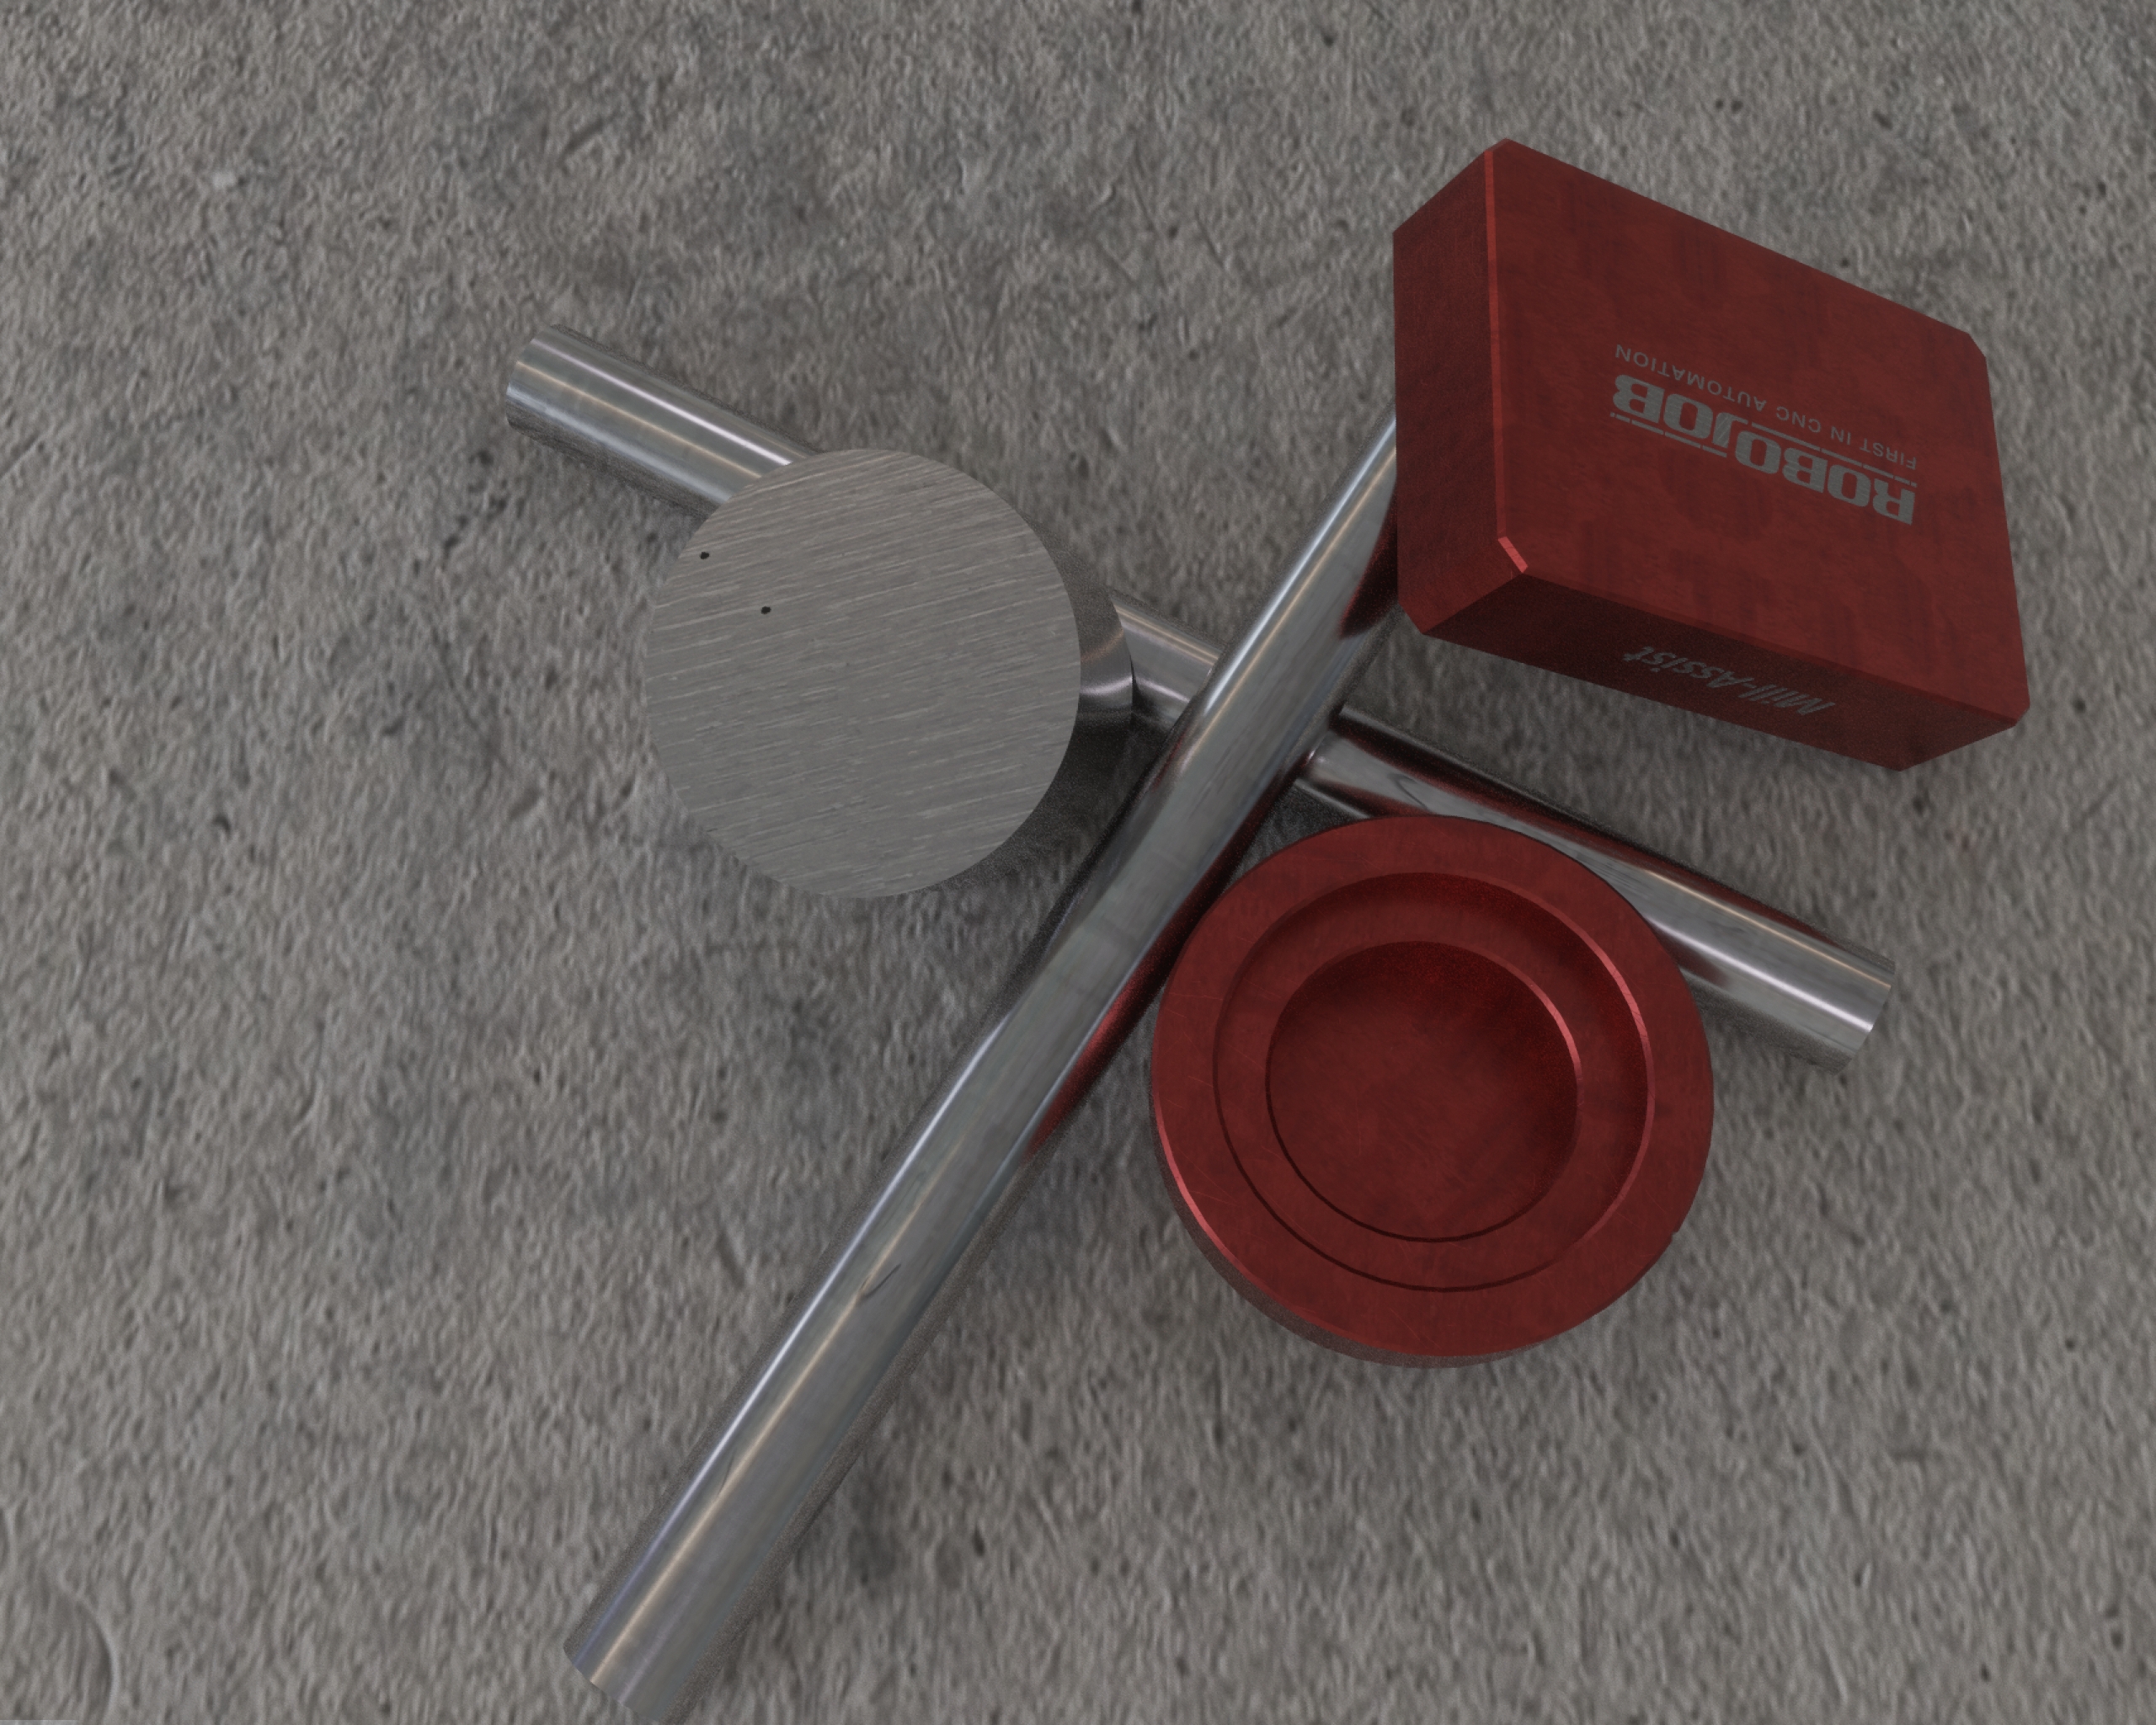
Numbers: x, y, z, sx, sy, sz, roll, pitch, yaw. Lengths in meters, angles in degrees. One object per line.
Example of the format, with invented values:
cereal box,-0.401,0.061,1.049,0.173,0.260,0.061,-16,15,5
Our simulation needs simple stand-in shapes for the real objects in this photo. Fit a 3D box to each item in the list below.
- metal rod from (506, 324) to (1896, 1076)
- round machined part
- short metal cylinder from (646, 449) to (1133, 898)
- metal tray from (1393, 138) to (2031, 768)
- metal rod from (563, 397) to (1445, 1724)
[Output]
metal rod,0.018,-0.037,0.424,0.301,0.025,0.025,27,72,9
round machined part,0.062,0.044,0.385,0.099,0.042,0.098,0,70,0
short metal cylinder,-0.034,-0.034,0.394,0.080,0.050,0.080,0,90,11
metal tray,0.124,-0.076,0.405,0.131,0.030,0.090,12,68,-26
metal rod,0.004,0.018,0.384,0.025,0.025,0.300,32,79,11
